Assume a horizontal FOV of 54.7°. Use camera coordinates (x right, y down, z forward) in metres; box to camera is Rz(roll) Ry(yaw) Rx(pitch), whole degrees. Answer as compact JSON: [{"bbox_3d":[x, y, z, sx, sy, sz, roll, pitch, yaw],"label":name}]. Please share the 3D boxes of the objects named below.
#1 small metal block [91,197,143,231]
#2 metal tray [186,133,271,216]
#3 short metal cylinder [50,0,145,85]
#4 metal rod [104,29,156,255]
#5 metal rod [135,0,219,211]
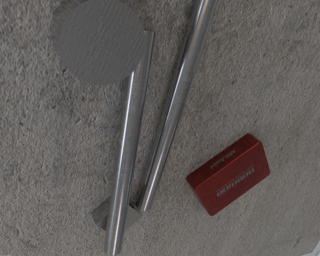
[{"bbox_3d":[-0.062,0.125,0.450,0.050,0.025,0.050,-40,130,-1],"label":"small metal block"},{"bbox_3d":[0.117,0.079,0.516,0.130,0.030,0.090,-34,129,-6],"label":"metal tray"},{"bbox_3d":[-0.061,-0.088,0.303,0.081,0.050,0.079,-14,124,-21],"label":"short metal cylinder"},{"bbox_3d":[-0.042,0.032,0.383,0.025,0.025,0.298,-1,113,-28],"label":"metal rod"},{"bbox_3d":[0.014,-0.015,0.405,0.025,0.025,0.298,2,117,-30],"label":"metal rod"}]
